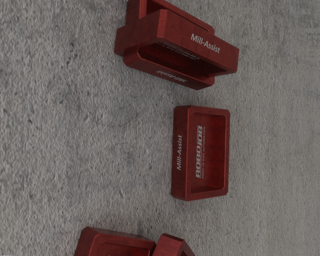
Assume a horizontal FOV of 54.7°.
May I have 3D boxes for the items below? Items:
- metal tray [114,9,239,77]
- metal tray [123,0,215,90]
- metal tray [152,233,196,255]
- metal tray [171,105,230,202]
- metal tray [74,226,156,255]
[{"bbox_3d":[0.022,-0.094,0.380,0.131,0.090,0.030,12,82,-39],"label":"metal tray"},{"bbox_3d":[0.017,-0.109,0.404,0.131,0.030,0.090,12,73,-38],"label":"metal tray"},{"bbox_3d":[0.003,0.207,0.374,0.130,0.030,0.090,-62,145,-30],"label":"metal tray"},{"bbox_3d":[0.061,0.035,0.452,0.091,0.030,0.129,3,88,-40],"label":"metal tray"},{"bbox_3d":[-0.061,0.186,0.349,0.090,0.030,0.130,26,74,-37],"label":"metal tray"}]
